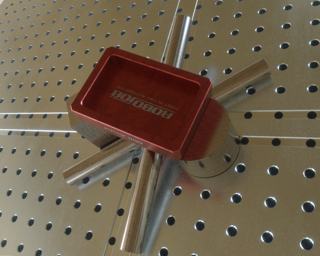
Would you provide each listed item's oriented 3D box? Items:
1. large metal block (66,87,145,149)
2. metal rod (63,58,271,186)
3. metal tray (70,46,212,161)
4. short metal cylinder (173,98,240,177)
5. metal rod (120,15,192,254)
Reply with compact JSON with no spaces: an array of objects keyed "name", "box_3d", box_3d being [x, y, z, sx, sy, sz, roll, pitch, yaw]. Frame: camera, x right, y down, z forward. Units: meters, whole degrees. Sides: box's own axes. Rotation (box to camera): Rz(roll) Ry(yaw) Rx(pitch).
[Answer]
[{"name":"large metal block","box_3d":[-0.065,-0.020,0.417,0.080,0.080,0.050,-30,52,9]},{"name":"metal rod","box_3d":[0.003,-0.004,0.408,0.301,0.025,0.025,-29,52,9]},{"name":"metal tray","box_3d":[-0.019,-0.030,0.342,0.130,0.030,0.090,22,72,16]},{"name":"short metal cylinder","box_3d":[0.047,0.011,0.359,0.080,0.050,0.080,-13,56,20]},{"name":"metal rod","box_3d":[0.000,-0.005,0.381,0.025,0.025,0.299,4,73,29]}]
